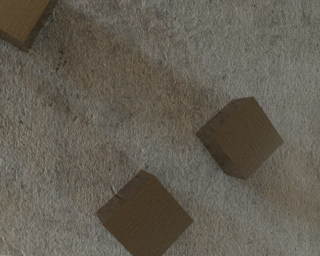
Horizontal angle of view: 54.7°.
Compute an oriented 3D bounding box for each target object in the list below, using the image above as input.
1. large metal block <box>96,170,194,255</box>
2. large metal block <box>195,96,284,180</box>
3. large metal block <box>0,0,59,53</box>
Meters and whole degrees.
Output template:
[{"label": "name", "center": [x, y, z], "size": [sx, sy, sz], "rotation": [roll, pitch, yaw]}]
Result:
[{"label": "large metal block", "center": [-0.020, 0.112, 0.389], "size": [0.080, 0.050, 0.080], "rotation": [-43, 104, -15]}, {"label": "large metal block", "center": [0.112, 0.013, 0.437], "size": [0.080, 0.050, 0.080], "rotation": [-41, 103, -15]}, {"label": "large metal block", "center": [-0.164, -0.142, 0.335], "size": [0.080, 0.050, 0.080], "rotation": [29, 80, -18]}]
